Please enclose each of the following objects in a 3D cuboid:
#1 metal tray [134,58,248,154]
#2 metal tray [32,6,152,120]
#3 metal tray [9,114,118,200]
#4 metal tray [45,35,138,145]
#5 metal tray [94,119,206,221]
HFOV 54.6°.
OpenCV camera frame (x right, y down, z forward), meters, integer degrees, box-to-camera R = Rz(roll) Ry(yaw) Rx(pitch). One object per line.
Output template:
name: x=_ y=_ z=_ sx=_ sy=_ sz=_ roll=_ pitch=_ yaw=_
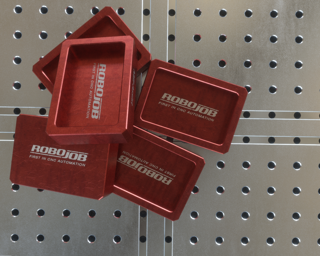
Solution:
metal tray: x=0.038 y=-0.028 z=0.410 sx=0.131 sy=0.030 sz=0.090 roll=18 pitch=91 yaw=0
metal tray: x=-0.087 y=-0.083 z=0.409 sx=0.130 sy=0.030 sz=0.090 roll=-39 pitch=89 yaw=0
metal tray: x=-0.121 y=0.034 z=0.393 sx=0.130 sy=0.030 sz=0.090 roll=7 pitch=91 yaw=14
metal tray: x=-0.076 y=-0.047 z=0.368 sx=0.090 sy=0.030 sz=0.130 roll=-2 pitch=66 yaw=7
metal tray: x=-0.018 y=0.053 z=0.410 sx=0.130 sy=0.030 sz=0.090 roll=25 pitch=90 yaw=0
